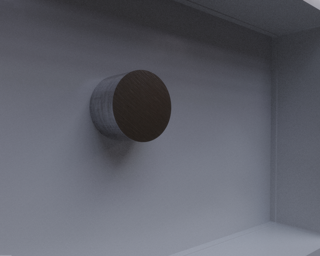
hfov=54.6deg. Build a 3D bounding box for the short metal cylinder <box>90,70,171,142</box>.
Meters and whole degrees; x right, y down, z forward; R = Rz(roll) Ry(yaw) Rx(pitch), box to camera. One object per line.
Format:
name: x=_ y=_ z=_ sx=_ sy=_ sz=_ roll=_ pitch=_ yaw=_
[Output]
short metal cylinder: x=-0.034 y=-0.024 z=0.361 sx=0.081 sy=0.050 sz=0.080 roll=0 pitch=90 yaw=-40
